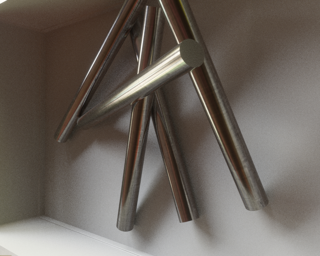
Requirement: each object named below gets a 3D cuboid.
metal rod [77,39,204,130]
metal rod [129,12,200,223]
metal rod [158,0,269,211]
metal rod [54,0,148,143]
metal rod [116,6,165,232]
[{"bbox_3d":[-0.049,-0.035,0.381,0.299,0.025,0.025,-19,77,58],"label":"metal rod"},{"bbox_3d":[-0.003,-0.029,0.406,0.025,0.025,0.299,-25,75,37],"label":"metal rod"},{"bbox_3d":[0.040,-0.053,0.294,0.025,0.025,0.299,-15,105,39],"label":"metal rod"},{"bbox_3d":[-0.098,-0.078,0.463,0.298,0.025,0.025,-51,61,35],"label":"metal rod"},{"bbox_3d":[-0.027,0.002,0.400,0.025,0.025,0.298,24,113,37],"label":"metal rod"}]
